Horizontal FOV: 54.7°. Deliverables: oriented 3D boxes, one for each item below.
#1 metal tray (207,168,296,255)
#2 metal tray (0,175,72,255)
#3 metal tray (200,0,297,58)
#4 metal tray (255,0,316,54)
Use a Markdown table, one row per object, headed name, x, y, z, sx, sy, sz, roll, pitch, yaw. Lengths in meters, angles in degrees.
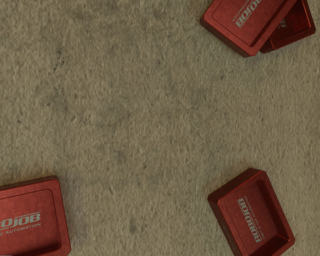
| name | x | y | z | sx | sy | sz | roll | pitch | yaw |
| --- | --- | --- | --- | --- | --- | --- | --- | --- | --- |
| metal tray | 0.137 | 0.136 | 0.458 | 0.091 | 0.030 | 0.129 | -29 | 100 | -18 |
| metal tray | -0.173 | 0.111 | 0.342 | 0.131 | 0.030 | 0.089 | -10 | 94 | -20 |
| metal tray | 0.129 | -0.175 | 0.427 | 0.090 | 0.030 | 0.130 | 36 | 95 | -7 |
| metal tray | 0.177 | -0.191 | 0.473 | 0.091 | 0.030 | 0.129 | -25 | 99 | -19 |
